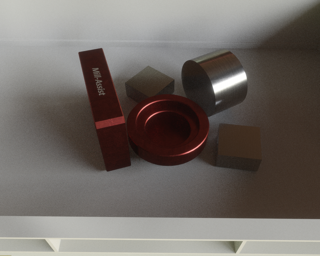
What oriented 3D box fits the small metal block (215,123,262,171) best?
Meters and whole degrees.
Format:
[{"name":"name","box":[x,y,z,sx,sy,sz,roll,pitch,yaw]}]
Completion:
[{"name":"small metal block","box":[0.097,0.023,0.385,0.050,0.025,0.050,6,50,7]}]

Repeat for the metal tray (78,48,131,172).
[{"name":"metal tray","box":[-0.068,-0.024,0.380,0.030,0.089,0.130,-13,51,-11]}]

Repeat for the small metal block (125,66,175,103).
[{"name":"small metal block","box":[-0.014,-0.059,0.452,0.050,0.025,0.050,32,57,25]}]

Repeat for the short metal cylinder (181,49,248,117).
[{"name":"short metal cylinder","box":[0.072,-0.061,0.419,0.050,0.080,0.080,-23,54,-18]}]

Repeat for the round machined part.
[{"name":"round machined part","box":[0.009,0.007,0.385,0.099,0.042,0.098,0,50,0]}]
